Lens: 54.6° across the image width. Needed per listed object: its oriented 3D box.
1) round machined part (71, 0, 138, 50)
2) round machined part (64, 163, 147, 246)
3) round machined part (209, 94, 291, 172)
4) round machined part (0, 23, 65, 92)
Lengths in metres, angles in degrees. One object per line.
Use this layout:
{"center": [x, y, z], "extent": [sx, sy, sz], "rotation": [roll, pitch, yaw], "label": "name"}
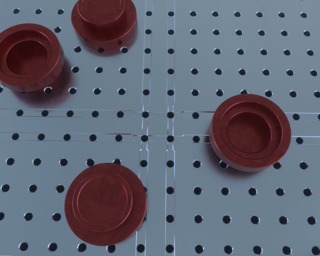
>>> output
{"center": [-0.084, -0.170, 0.465], "extent": [0.099, 0.042, 0.098], "rotation": [0, 70, 0], "label": "round machined part"}
{"center": [-0.065, 0.089, 0.370], "extent": [0.099, 0.042, 0.098], "rotation": [0, 70, 0], "label": "round machined part"}
{"center": [0.112, 0.009, 0.400], "extent": [0.099, 0.042, 0.098], "rotation": [0, 70, 0], "label": "round machined part"}
{"center": [-0.184, -0.094, 0.436], "extent": [0.099, 0.042, 0.098], "rotation": [0, 70, 0], "label": "round machined part"}
